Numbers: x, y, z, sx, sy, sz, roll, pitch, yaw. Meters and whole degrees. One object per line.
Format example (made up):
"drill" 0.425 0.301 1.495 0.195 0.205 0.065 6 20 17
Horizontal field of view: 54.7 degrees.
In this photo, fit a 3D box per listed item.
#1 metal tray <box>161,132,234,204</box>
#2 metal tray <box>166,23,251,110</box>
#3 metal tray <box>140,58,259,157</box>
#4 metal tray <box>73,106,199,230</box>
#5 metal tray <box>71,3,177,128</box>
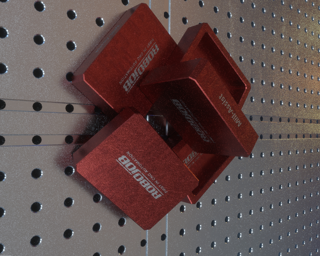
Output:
"metal tray" 0.059 0.035 0.456 0.131 0.030 0.090 -41 115 -32
"metal tray" 0.069 -0.065 0.426 0.130 0.030 0.090 44 64 -32
"metal tray" 0.047 -0.019 0.368 0.130 0.090 0.030 48 61 -30
"metal tray" -0.024 0.050 0.363 0.090 0.030 0.130 -42 119 -4
"metal tray" -0.033 -0.075 0.379 0.090 0.030 0.130 47 62 -30
